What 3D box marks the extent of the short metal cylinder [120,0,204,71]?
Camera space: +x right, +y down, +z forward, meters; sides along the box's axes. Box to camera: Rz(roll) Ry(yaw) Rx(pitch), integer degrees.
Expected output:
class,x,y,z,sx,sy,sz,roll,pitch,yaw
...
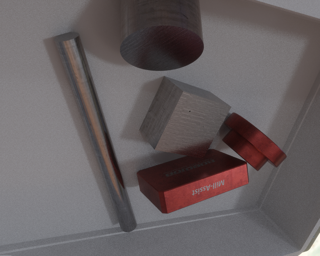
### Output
class,x,y,z,sx,sy,sz,roll,pitch,yaw
short metal cylinder,0.001,-0.098,0.307,0.081,0.050,0.080,-2,162,-1

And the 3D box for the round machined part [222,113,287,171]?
class,x,y,z,sx,sy,sz,roll,pitch,yaw
round machined part,0.130,0.025,0.450,0.042,0.098,0.098,-49,129,6

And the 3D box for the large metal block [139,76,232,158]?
class,x,y,z,sx,sy,sz,roll,pitch,yaw
large metal block,0.032,-0.012,0.404,0.081,0.050,0.079,13,112,-34

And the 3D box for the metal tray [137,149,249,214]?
class,x,y,z,sx,sy,sz,roll,pitch,yaw
metal tray,0.044,0.068,0.431,0.131,0.090,0.030,-15,104,-21

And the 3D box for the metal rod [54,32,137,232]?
class,x,y,z,sx,sy,sz,roll,pitch,yaw
metal rod,-0.070,0.030,0.390,0.025,0.025,0.298,-22,127,-16
